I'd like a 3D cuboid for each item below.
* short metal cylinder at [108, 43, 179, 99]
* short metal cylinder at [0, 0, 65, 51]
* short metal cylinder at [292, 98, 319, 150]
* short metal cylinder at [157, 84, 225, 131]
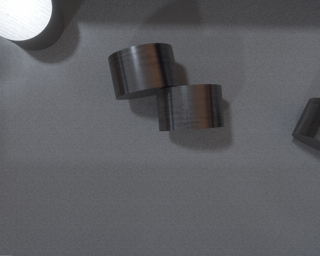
[{"bbox_3d":[-0.019,-0.068,0.384,0.080,0.080,0.050,-11,90,0],"label":"short metal cylinder"},{"bbox_3d":[-0.170,-0.145,0.397,0.081,0.050,0.079,0,90,-1],"label":"short metal cylinder"},{"bbox_3d":[0.216,0.002,0.387,0.080,0.080,0.050,26,90,-1],"label":"short metal cylinder"},{"bbox_3d":[0.037,-0.024,0.384,0.081,0.080,0.050,-4,91,-1],"label":"short metal cylinder"}]
